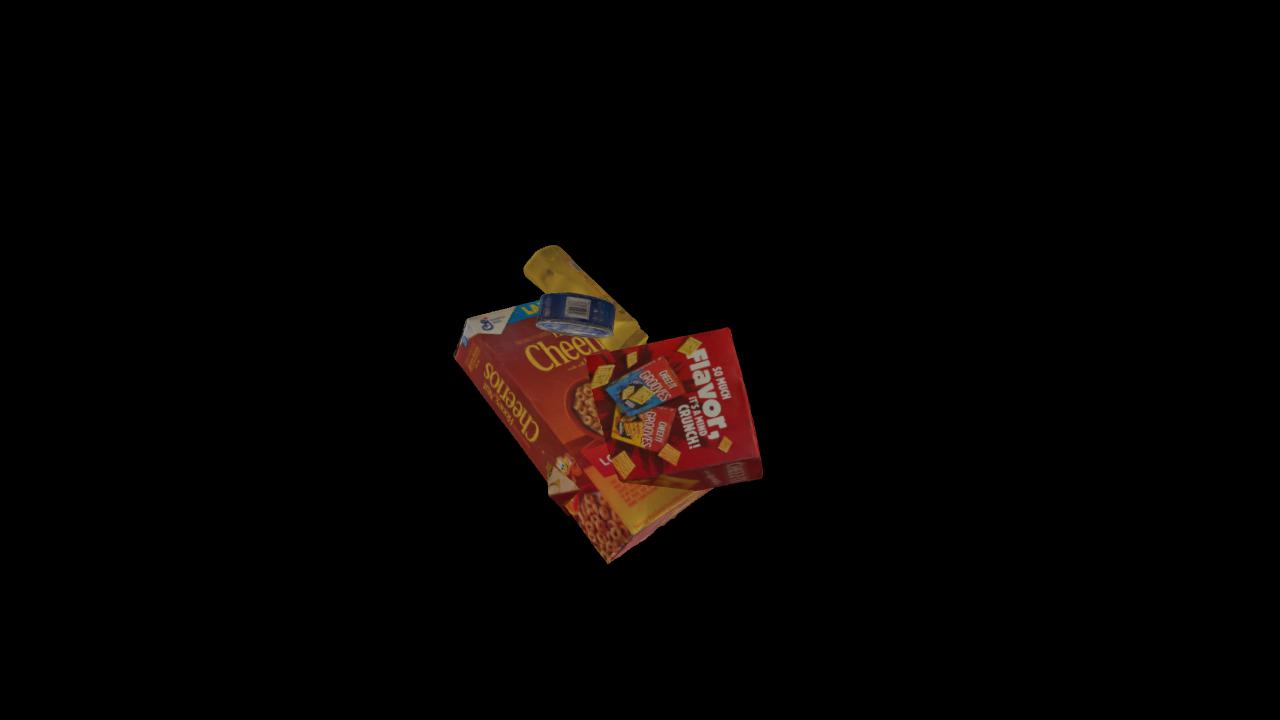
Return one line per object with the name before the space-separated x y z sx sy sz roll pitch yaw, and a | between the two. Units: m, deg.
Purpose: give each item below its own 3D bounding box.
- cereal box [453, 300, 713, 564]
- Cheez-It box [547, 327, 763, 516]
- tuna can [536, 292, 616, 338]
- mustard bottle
cereal box | -0.048 0.054 0.722 0.203 0.306 0.081 -21 -26 -45
Cheez-It box | 0.009 0.066 0.682 0.223 0.166 0.071 -13 -34 7
tuna can | -0.068 -0.047 0.661 0.084 0.034 0.084 6 -7 1
mustard bottle | -0.054 -0.061 0.746 0.184 0.054 0.092 43 7 4
